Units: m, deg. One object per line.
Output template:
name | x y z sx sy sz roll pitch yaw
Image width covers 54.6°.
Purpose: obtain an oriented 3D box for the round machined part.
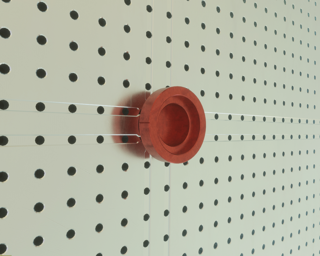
round machined part | 0.012 -0.004 0.406 0.099 0.042 0.097 0 90 -40
